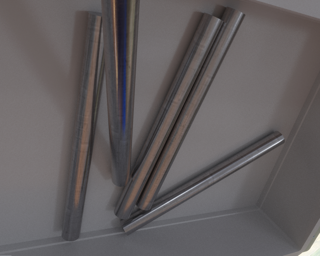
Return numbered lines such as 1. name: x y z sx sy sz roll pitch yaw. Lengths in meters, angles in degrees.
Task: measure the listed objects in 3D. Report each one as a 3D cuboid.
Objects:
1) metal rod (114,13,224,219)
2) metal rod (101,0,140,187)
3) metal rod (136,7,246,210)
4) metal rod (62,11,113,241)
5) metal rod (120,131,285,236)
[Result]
1. metal rod: 0.004 -0.002 0.410 0.025 0.025 0.298 12 112 -34
2. metal rod: -0.038 -0.014 0.303 0.025 0.025 0.298 -18 150 -18
3. metal rod: 0.033 -0.012 0.420 0.025 0.025 0.298 12 112 -34
4. metal rod: -0.092 0.018 0.370 0.025 0.025 0.298 -1 119 -29
5. metal rod: 0.075 0.085 0.504 0.302 0.025 0.025 -28 128 -11
